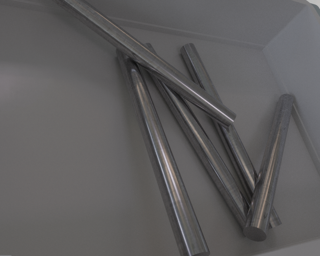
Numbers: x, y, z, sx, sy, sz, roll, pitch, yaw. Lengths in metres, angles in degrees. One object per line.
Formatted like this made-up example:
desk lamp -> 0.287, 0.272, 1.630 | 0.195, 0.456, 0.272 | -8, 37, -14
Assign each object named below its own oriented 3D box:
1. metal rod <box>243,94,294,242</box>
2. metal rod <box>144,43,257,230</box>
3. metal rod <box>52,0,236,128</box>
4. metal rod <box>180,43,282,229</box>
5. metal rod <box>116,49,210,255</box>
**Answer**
metal rod -> 0.166, 0.033, 0.450 | 0.025, 0.025, 0.301 | 39, 44, -2
metal rod -> 0.048, 0.006, 0.427 | 0.025, 0.025, 0.299 | -19, 72, -35
metal rod -> -0.022, -0.095, 0.409 | 0.301, 0.025, 0.025 | 35, 51, -10
metal rod -> 0.096, -0.001, 0.457 | 0.025, 0.025, 0.299 | -8, 66, -32
metal rod -> -0.010, 0.000, 0.356 | 0.025, 0.025, 0.299 | 3, 47, -27
